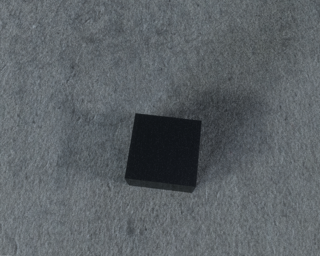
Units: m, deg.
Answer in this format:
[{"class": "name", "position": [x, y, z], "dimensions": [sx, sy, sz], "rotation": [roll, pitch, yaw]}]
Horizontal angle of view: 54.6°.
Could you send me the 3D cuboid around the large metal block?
[{"class": "large metal block", "position": [0.005, 0.032, 0.383], "dimensions": [0.080, 0.050, 0.080], "rotation": [7, 70, 2]}]
